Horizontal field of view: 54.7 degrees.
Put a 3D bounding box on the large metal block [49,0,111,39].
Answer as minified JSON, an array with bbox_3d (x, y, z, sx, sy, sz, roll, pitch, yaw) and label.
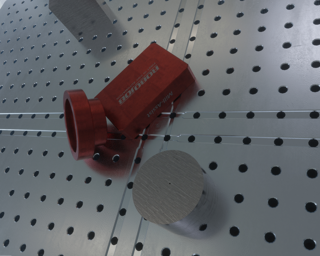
[{"bbox_3d":[-0.154,-0.233,0.597,0.080,0.080,0.050,-23,53,14],"label":"large metal block"}]

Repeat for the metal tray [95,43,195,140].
[{"bbox_3d":[-0.025,-0.056,0.453,0.130,0.030,0.090,-44,51,-3],"label":"metal tray"}]

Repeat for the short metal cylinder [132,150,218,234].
[{"bbox_3d":[0.017,0.071,0.340,0.080,0.050,0.080,-13,56,21],"label":"short metal cylinder"}]

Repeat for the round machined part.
[{"bbox_3d":[-0.104,-0.006,0.433,0.042,0.097,0.098,-9,47,-25],"label":"round machined part"}]
